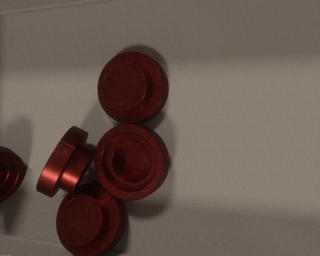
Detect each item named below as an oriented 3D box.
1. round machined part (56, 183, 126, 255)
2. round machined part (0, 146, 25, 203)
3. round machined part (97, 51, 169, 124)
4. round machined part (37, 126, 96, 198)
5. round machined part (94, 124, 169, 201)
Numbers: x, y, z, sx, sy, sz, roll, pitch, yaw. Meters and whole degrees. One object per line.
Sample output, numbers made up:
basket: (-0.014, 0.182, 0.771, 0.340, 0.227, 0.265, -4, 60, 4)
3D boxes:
round machined part: (-0.100, 0.124, 0.422, 0.098, 0.042, 0.098, -5, 73, 16)
round machined part: (-0.260, 0.070, 0.462, 0.042, 0.098, 0.097, 29, 99, 27)
round machined part: (-0.042, -0.054, 0.415, 0.098, 0.042, 0.097, 0, 90, 19)
round machined part: (-0.120, 0.049, 0.417, 0.042, 0.098, 0.098, 28, 100, -5)
round machined part: (-0.034, 0.043, 0.413, 0.098, 0.042, 0.097, 0, 90, 19)
